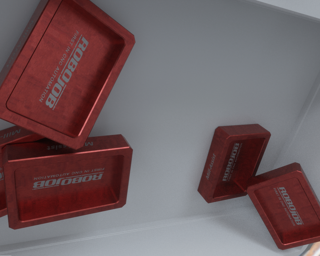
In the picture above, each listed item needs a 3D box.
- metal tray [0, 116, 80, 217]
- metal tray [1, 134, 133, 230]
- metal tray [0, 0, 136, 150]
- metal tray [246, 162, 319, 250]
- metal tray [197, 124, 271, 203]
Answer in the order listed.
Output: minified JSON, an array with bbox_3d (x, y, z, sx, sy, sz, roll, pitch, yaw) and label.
[{"bbox_3d":[-0.162,0.047,0.346,0.131,0.030,0.089,-21,127,-16],"label":"metal tray"},{"bbox_3d":[-0.101,0.058,0.347,0.131,0.030,0.089,-5,121,-26],"label":"metal tray"},{"bbox_3d":[-0.090,-0.055,0.294,0.090,0.030,0.130,31,81,-38],"label":"metal tray"},{"bbox_3d":[0.210,0.130,0.505,0.090,0.030,0.130,-26,100,25],"label":"metal tray"},{"bbox_3d":[0.120,0.059,0.509,0.091,0.030,0.129,-4,120,-27],"label":"metal tray"}]
